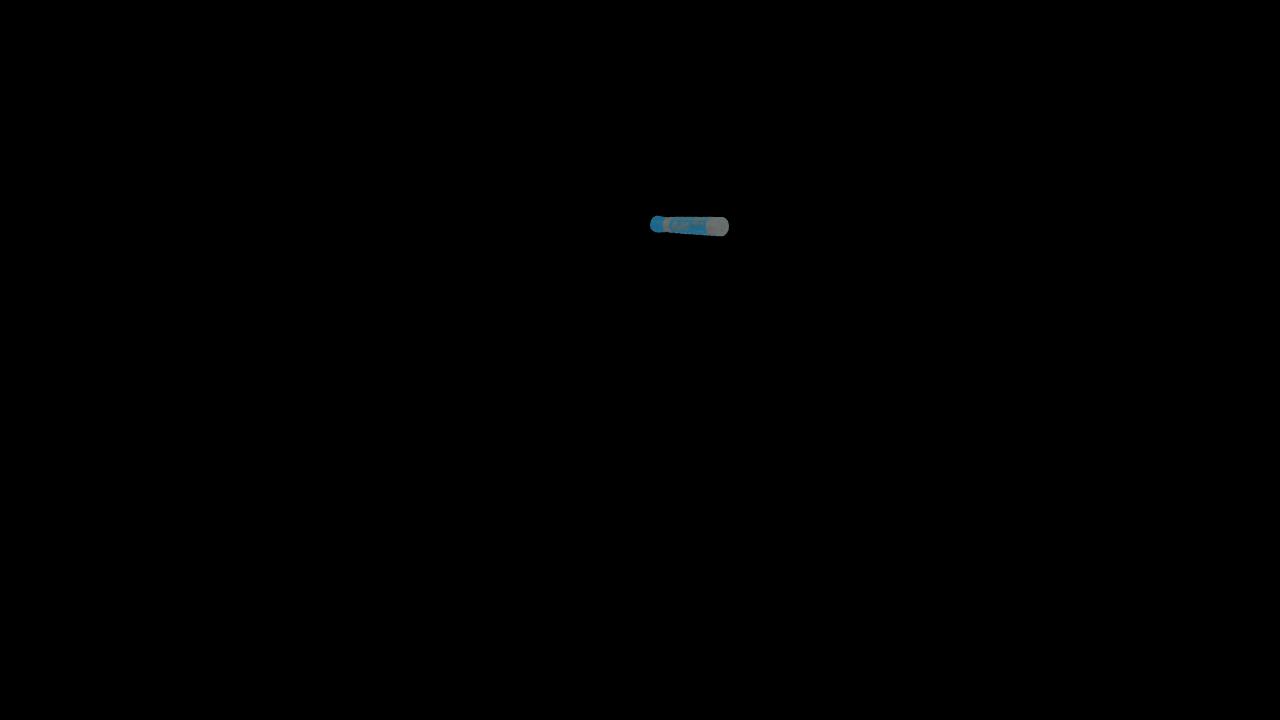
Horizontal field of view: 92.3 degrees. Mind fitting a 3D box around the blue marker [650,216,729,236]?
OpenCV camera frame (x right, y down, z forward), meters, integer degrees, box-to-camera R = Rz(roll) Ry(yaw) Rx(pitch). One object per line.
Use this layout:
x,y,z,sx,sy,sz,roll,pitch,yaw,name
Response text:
0.049,-0.143,0.656,0.020,0.020,0.121,0,12,-34,blue marker
